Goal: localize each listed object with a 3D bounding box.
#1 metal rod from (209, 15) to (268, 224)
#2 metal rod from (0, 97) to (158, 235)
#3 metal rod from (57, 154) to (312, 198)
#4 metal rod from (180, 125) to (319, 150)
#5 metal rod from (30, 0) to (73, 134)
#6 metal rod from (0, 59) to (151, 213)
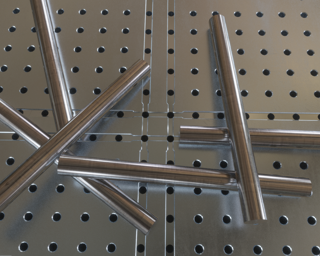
[{"bbox_3d":[0.095,-0.032,0.401,0.025,0.025,0.299,-3,62,-1],"label":"metal rod"},{"bbox_3d":[-0.130,0.033,0.398,0.300,0.025,0.025,35,74,12],"label":"metal rod"},{"bbox_3d":[0.032,0.059,0.375,0.302,0.025,0.025,6,70,-4],"label":"metal rod"},{"bbox_3d":[0.177,0.015,0.407,0.302,0.025,0.025,2,70,1],"label":"metal rod"},{"bbox_3d":[-0.165,-0.123,0.455,0.025,0.025,0.299,-16,71,-6],"label":"metal rod"},{"bbox_3d":[-0.116,0.012,0.382,0.025,0.025,0.301,37,65,12],"label":"metal rod"}]
